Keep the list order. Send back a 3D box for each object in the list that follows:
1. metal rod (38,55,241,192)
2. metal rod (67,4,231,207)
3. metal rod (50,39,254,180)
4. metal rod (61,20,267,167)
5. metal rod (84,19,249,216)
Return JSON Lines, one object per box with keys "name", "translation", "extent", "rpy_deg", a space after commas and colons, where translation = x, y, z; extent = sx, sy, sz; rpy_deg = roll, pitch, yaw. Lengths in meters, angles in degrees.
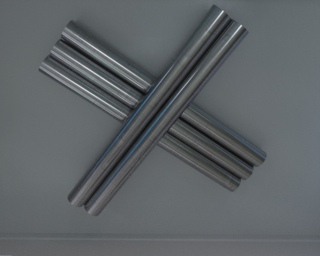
{"name": "metal rod", "translation": [-0.017, 0.000, 0.409], "extent": [0.301, 0.025, 0.025], "rpy_deg": [33, 107, -12]}
{"name": "metal rod", "translation": [-0.023, -0.015, 0.377], "extent": [0.025, 0.025, 0.299], "rpy_deg": [36, 106, -12]}
{"name": "metal rod", "translation": [-0.002, -0.018, 0.403], "extent": [0.301, 0.025, 0.025], "rpy_deg": [33, 107, -12]}
{"name": "metal rod", "translation": [0.014, -0.037, 0.396], "extent": [0.301, 0.025, 0.025], "rpy_deg": [33, 107, -12]}
{"name": "metal rod", "translation": [-0.002, -0.001, 0.382], "extent": [0.025, 0.025, 0.299], "rpy_deg": [36, 106, -12]}
